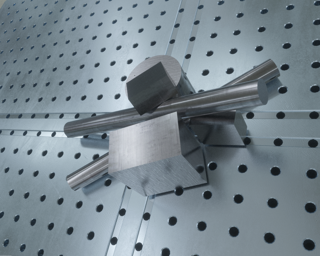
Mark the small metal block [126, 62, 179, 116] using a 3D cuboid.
[{"bbox_3d":[-0.010,-0.047,0.363,0.050,0.025,0.050,-31,29,8],"label":"small metal block"}]

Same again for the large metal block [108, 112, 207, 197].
[{"bbox_3d":[-0.001,0.033,0.347,0.080,0.080,0.050,-17,55,18],"label":"large metal block"}]

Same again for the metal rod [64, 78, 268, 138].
[{"bbox_3d":[-0.021,-0.015,0.379,0.300,0.025,0.025,-9,57,39],"label":"metal rod"}]

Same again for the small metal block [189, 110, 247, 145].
[{"bbox_3d":[0.068,-0.003,0.354,0.050,0.050,0.025,0,62,29],"label":"small metal block"}]

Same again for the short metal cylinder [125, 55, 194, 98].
[{"bbox_3d":[0.000,-0.051,0.419,0.080,0.050,0.080,-13,55,20],"label":"short metal cylinder"}]

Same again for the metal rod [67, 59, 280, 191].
[{"bbox_3d":[0.011,0.001,0.399,0.300,0.025,0.025,-30,52,8],"label":"metal rod"}]
